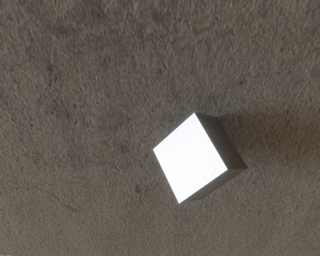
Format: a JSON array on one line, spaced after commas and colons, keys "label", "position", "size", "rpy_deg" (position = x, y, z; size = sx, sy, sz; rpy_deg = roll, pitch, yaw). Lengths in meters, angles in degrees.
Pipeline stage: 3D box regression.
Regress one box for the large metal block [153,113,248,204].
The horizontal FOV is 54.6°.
[{"label": "large metal block", "position": [0.049, 0.039, 0.395], "size": [0.050, 0.080, 0.080], "rpy_deg": [6, 139, -49]}]
